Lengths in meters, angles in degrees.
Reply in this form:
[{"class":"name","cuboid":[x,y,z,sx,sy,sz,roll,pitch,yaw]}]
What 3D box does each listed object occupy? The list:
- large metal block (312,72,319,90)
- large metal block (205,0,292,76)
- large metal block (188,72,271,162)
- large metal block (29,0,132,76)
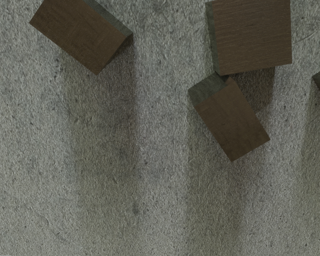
[{"class":"large metal block","cuboid":[0.252,-0.049,0.380,0.080,0.050,0.080,-34,107,11]},{"class":"large metal block","cuboid":[0.100,-0.111,0.356,0.080,0.050,0.079,-10,110,3]},{"class":"large metal block","cuboid":[0.080,-0.019,0.374,0.050,0.080,0.080,-33,107,11]},{"class":"large metal block","cuboid":[-0.080,-0.109,0.339,0.080,0.080,0.050,38,106,-13]}]
